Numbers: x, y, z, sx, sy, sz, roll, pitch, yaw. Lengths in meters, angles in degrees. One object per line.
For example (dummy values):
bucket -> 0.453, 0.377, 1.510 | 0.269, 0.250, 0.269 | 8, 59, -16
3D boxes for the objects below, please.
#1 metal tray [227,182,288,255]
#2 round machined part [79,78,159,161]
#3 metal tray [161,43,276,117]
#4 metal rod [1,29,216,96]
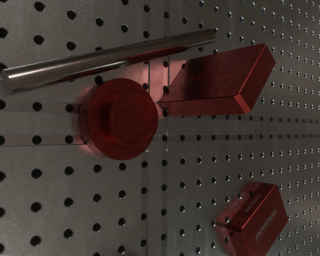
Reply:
metal tray -> 0.180, 0.172, 0.561 | 0.131, 0.030, 0.090 | -36, 113, -34
round machined part -> -0.041, -0.010, 0.366 | 0.099, 0.042, 0.097 | 0, 90, -40
metal tray -> 0.071, -0.059, 0.402 | 0.030, 0.130, 0.090 | 49, 61, -30
metal rod -> -0.034, -0.091, 0.382 | 0.302, 0.025, 0.025 | -24, 106, -38
